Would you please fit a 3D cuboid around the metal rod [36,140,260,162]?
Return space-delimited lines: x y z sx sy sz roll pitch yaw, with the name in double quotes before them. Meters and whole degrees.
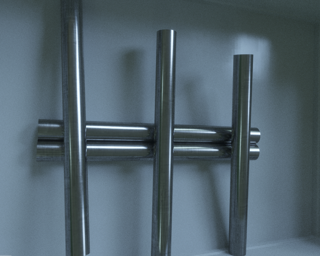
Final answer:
"metal rod" -0.001 0.031 0.410 0.303 0.025 0.025 2 90 -21

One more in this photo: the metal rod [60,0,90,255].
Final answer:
"metal rod" -0.096 -0.014 0.348 0.025 0.025 0.298 -1 82 -20

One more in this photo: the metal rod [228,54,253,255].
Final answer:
"metal rod" 0.110 0.052 0.428 0.025 0.025 0.298 -4 100 -20

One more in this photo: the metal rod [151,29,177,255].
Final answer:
"metal rod" 0.005 0.030 0.386 0.025 0.025 0.298 2 90 -20

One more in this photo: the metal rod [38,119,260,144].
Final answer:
"metal rod" 0.001 0.007 0.411 0.303 0.025 0.025 2 90 -21
